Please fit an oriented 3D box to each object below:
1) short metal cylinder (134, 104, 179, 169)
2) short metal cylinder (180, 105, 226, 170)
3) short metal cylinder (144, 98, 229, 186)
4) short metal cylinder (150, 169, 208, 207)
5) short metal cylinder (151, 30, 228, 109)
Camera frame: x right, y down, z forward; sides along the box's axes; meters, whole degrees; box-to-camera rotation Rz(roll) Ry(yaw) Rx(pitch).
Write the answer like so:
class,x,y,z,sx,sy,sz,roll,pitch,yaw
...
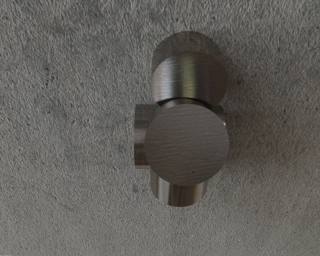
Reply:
class,x,y,z,sx,sy,sz,roll,pitch,yaw
short metal cylinder,-0.004,0.010,0.382,0.050,0.080,0.079,0,130,-1
short metal cylinder,0.048,0.011,0.382,0.050,0.080,0.079,1,130,0
short metal cylinder,0.025,0.012,0.316,0.081,0.050,0.079,0,102,-1
short metal cylinder,0.027,0.060,0.425,0.081,0.080,0.050,0,130,-1
short metal cylinder,0.031,-0.060,0.343,0.081,0.050,0.079,0,130,0
